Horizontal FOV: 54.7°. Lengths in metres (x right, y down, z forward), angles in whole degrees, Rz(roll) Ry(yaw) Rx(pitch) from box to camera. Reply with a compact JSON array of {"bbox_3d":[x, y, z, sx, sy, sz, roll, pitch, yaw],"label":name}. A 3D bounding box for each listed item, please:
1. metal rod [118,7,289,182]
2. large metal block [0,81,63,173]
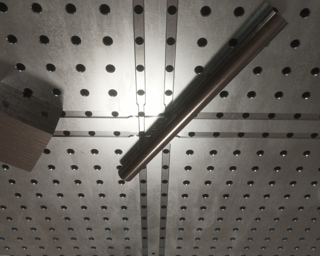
[{"bbox_3d":[0.035,-0.022,0.393,0.025,0.025,0.299,29,124,-23],"label":"metal rod"},{"bbox_3d":[-0.183,0.001,0.393,0.080,0.050,0.080,27,125,-21],"label":"large metal block"}]
